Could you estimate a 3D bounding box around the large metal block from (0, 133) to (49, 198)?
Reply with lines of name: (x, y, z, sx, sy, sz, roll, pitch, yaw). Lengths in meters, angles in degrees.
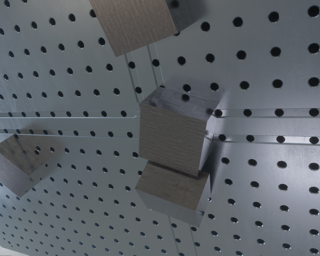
large metal block: (-0.267, 0.071, 0.581, 0.080, 0.050, 0.080, 38, 129, 2)

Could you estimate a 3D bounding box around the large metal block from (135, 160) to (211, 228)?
large metal block: (0.021, 0.086, 0.417, 0.080, 0.050, 0.080, 16, 153, 19)

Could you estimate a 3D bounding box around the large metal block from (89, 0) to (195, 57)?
large metal block: (-0.021, -0.131, 0.326, 0.080, 0.050, 0.080, -12, 113, 33)

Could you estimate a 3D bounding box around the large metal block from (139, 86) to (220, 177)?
large metal block: (0.022, 0.003, 0.386, 0.080, 0.050, 0.079, 17, 125, 18)
